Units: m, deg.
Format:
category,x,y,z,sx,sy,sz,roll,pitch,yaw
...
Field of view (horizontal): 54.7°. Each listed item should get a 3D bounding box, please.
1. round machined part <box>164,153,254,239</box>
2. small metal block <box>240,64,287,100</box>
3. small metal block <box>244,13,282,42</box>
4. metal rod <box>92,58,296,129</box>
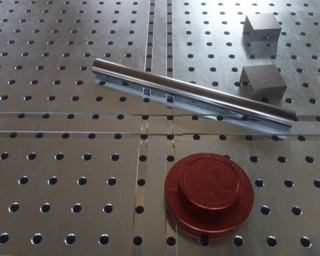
category,x,y,z,sx,sy,sz,roll,pitch,yaw
round machined part,0.054,0.066,0.341,0.099,0.042,0.098,0,50,0
small metal block,0.154,-0.069,0.466,0.050,0.025,0.050,-5,50,-5
small metal block,0.185,-0.183,0.563,0.050,0.025,0.050,-4,50,-3
metal rod,0.040,-0.054,0.453,0.301,0.025,0.025,17,52,14
